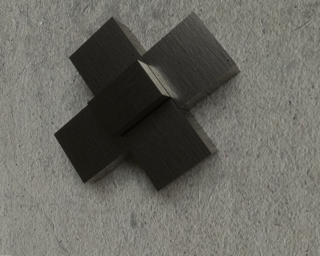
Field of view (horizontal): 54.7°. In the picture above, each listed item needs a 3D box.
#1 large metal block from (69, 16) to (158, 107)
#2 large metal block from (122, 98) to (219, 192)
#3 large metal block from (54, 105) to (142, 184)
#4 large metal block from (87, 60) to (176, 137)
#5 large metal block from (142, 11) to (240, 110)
[{"bbox_3d":[-0.060,-0.085,0.416,0.080,0.050,0.080,-38,78,15],"label":"large metal block"},{"bbox_3d":[0.014,0.020,0.390,0.080,0.050,0.080,-38,78,15],"label":"large metal block"},{"bbox_3d":[-0.082,0.017,0.424,0.080,0.050,0.080,-38,78,15],"label":"large metal block"},{"bbox_3d":[-0.028,-0.033,0.390,0.080,0.080,0.050,-38,78,16],"label":"large metal block"},{"bbox_3d":[0.039,-0.079,0.382,0.080,0.050,0.080,-38,78,15],"label":"large metal block"}]
